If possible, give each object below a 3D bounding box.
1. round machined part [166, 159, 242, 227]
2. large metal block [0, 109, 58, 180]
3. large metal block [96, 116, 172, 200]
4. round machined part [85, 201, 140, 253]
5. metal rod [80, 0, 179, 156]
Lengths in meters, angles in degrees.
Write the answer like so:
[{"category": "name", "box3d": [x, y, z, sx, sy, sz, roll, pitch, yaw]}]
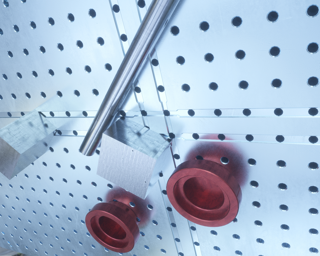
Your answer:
[{"category": "round machined part", "box3d": [0.062, 0.082, 0.419, 0.098, 0.042, 0.097, 13, 124, 20]}, {"category": "large metal block", "box3d": [-0.228, 0.027, 0.512, 0.050, 0.080, 0.080, 41, 129, 0]}, {"category": "large metal block", "box3d": [-0.038, 0.042, 0.441, 0.080, 0.050, 0.079, 25, 128, 12]}, {"category": "round machined part", "box3d": [-0.079, 0.169, 0.546, 0.098, 0.042, 0.097, 13, 124, 21]}, {"category": "metal rod", "box3d": [-0.048, -0.059, 0.399, 0.025, 0.025, 0.298, 38, 129, 2]}]
